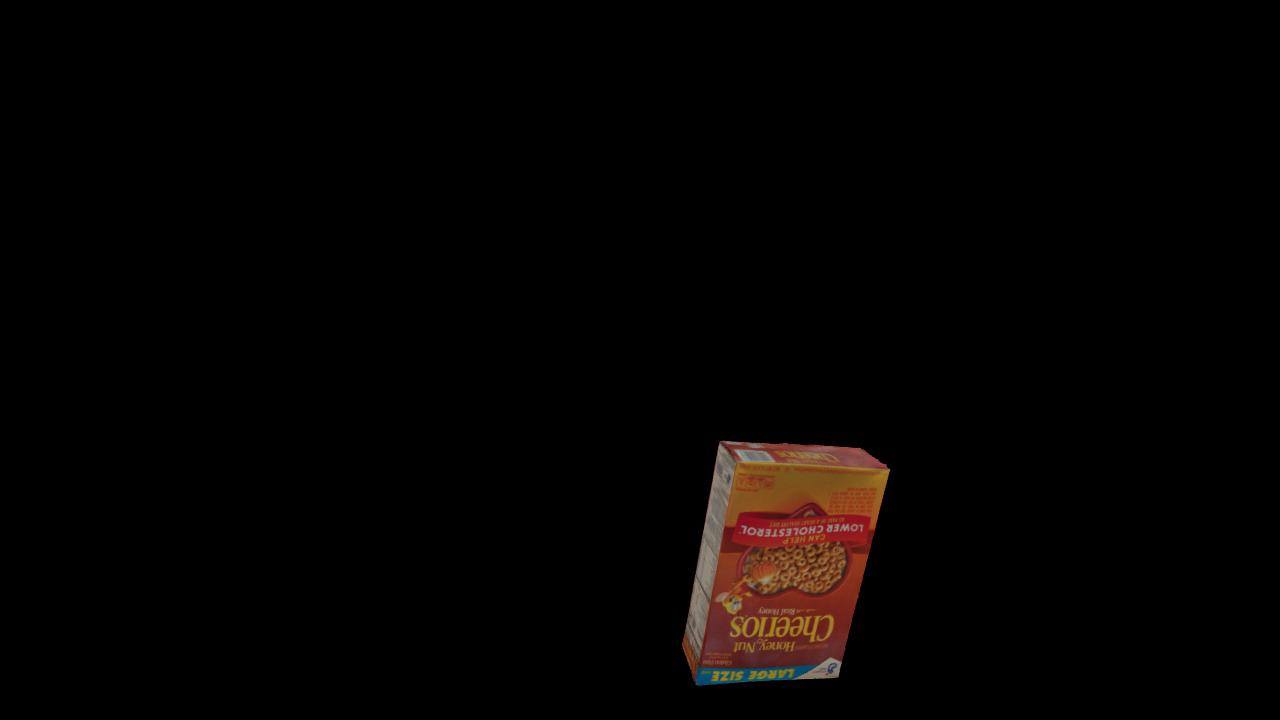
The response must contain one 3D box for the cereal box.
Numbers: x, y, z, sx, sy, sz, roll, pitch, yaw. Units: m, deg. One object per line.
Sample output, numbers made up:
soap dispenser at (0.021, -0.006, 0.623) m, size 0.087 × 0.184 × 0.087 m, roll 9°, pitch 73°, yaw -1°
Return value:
cereal box at (0.179, 0.259, 0.780) m, size 0.203 × 0.306 × 0.081 m, roll 5°, pitch 13°, yaw -13°
